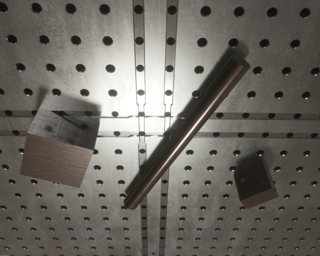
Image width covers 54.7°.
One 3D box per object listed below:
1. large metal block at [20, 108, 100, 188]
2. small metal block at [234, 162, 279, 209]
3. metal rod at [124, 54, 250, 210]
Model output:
[{"bbox_3d":[-0.135,0.029,0.418,0.081,0.050,0.079,17,128,-15],"label":"large metal block"},{"bbox_3d":[0.146,0.088,0.473,0.050,0.050,0.025,-30,124,22],"label":"small metal block"},{"bbox_3d":[0.021,0.025,0.433,0.025,0.025,0.298,22,127,-18],"label":"metal rod"}]
